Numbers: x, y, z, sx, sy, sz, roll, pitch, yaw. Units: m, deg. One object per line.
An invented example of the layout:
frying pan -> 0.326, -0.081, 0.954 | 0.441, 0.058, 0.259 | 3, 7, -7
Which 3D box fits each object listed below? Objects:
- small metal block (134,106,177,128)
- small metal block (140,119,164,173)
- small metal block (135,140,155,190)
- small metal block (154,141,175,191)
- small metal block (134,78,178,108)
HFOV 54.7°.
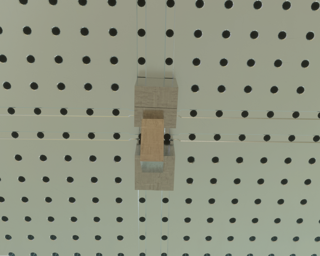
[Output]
small metal block -> -0.006, -0.021, 0.392 | 0.050, 0.050, 0.025 | 2, 110, -1
small metal block -> -0.008, 0.022, 0.364 | 0.025, 0.050, 0.050 | 1, 68, 0
small metal block -> -0.020, 0.049, 0.418 | 0.025, 0.050, 0.050 | 1, 110, -1
small metal block -> 0.006, 0.049, 0.417 | 0.025, 0.050, 0.050 | 1, 110, -1
small metal block -> -0.005, -0.044, 0.383 | 0.050, 0.050, 0.025 | 2, 110, -1
